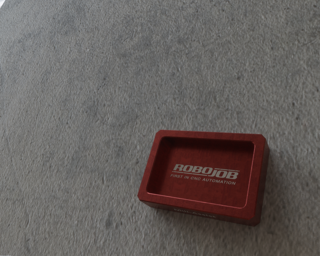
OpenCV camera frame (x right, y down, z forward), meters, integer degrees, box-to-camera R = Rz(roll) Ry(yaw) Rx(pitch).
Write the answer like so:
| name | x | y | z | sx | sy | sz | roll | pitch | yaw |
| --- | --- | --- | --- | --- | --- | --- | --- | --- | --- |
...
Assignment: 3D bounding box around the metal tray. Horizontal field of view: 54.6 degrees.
| name | x | y | z | sx | sy | sz | roll | pitch | yaw |
| --- | --- | --- | --- | --- | --- | --- | --- | --- | --- |
| metal tray | 0.047 | 0.050 | 0.345 | 0.130 | 0.030 | 0.090 | 2 | 63 | 29 |
